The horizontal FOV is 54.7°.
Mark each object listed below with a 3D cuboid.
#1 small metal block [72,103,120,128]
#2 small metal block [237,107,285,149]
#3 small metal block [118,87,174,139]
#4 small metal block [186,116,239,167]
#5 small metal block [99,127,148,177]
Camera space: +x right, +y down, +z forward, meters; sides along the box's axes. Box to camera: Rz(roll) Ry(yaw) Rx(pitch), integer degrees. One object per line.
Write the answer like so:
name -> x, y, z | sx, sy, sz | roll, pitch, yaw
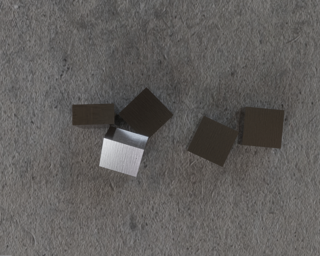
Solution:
small metal block -> -0.080, -0.014, 0.396 | 0.050, 0.050, 0.025 | -2, 85, 0
small metal block -> 0.133, -0.001, 0.411 | 0.050, 0.025, 0.050 | 5, 90, 0
small metal block -> -0.018, -0.017, 0.410 | 0.050, 0.025, 0.050 | -44, 90, 0
small metal block -> 0.068, 0.017, 0.410 | 0.050, 0.025, 0.050 | 25, 90, 0
small metal block -> -0.047, 0.031, 0.397 | 0.050, 0.025, 0.050 | 17, 128, 0
